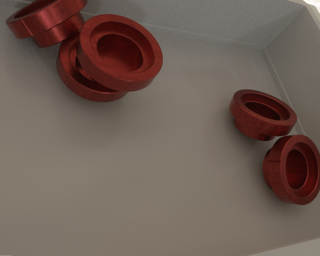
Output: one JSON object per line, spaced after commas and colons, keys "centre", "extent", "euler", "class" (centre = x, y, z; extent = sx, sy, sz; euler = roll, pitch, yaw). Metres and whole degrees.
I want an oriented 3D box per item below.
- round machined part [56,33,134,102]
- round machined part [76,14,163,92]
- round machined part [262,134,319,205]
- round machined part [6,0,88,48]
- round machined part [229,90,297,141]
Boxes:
{"centre": [-0.082, -0.074, 0.397], "extent": [0.099, 0.042, 0.098], "euler": [14, 56, -21], "class": "round machined part"}
{"centre": [-0.050, -0.083, 0.366], "extent": [0.099, 0.042, 0.098], "euler": [14, 56, -21], "class": "round machined part"}
{"centre": [0.187, 0.059, 0.448], "extent": [0.099, 0.042, 0.097], "euler": [4, 83, -32], "class": "round machined part"}
{"centre": [-0.133, -0.135, 0.383], "extent": [0.098, 0.098, 0.042], "euler": [-60, 137, -39], "class": "round machined part"}
{"centre": [0.153, -0.017, 0.474], "extent": [0.099, 0.042, 0.098], "euler": [12, 34, -8], "class": "round machined part"}
